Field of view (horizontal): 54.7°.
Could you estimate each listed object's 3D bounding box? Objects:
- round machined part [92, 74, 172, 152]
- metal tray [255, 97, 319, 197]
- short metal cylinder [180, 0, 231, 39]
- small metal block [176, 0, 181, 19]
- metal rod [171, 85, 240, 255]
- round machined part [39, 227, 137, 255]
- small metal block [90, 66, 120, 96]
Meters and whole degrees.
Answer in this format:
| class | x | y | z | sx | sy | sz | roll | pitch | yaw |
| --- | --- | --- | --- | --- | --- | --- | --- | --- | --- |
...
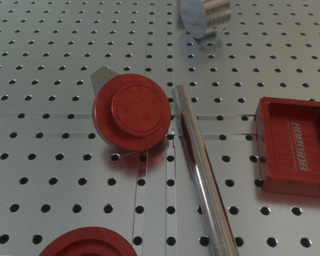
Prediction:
| class | x | y | z | sx | sy | sz | roll | pitch | yaw |
| --- | --- | --- | --- | --- | --- | --- | --- | --- | --- |
| round machined part | -0.030 | -0.020 | 0.381 | 0.099 | 0.042 | 0.098 | 4 | 80 | -22 |
| metal tray | 0.173 | 0.019 | 0.388 | 0.090 | 0.030 | 0.130 | 6 | 50 | 5 |
| short metal cylinder | 0.079 | -0.204 | 0.543 | 0.050 | 0.080 | 0.080 | -24 | 54 | -19 |
| small metal block | 0.057 | -0.239 | 0.609 | 0.050 | 0.025 | 0.050 | -1 | 50 | -1 |
| metal rod | 0.052 | 0.060 | 0.357 | 0.025 | 0.025 | 0.300 | -7 | 50 | -6 |
| round machined part | -0.064 | 0.143 | 0.276 | 0.099 | 0.042 | 0.098 | 0 | 50 | 0 |
| small metal block | -0.067 | -0.051 | 0.434 | 0.050 | 0.050 | 0.025 | 30 | 56 | 22 |
